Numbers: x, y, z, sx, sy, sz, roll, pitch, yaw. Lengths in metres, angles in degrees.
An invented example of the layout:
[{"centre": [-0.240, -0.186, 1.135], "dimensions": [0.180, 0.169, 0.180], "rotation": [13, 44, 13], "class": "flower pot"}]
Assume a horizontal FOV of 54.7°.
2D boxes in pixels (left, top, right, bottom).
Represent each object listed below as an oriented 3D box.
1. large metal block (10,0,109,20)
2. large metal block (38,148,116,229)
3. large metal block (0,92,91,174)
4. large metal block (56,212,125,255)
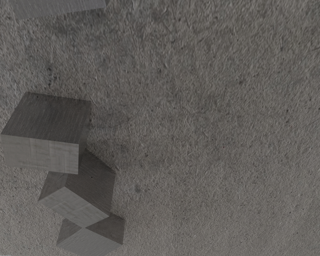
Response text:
[{"centre": [-0.092, -0.146, 0.265], "dimensions": [0.080, 0.050, 0.080], "rotation": [-6, 130, 5], "class": "large metal block"}, {"centre": [-0.113, 0.081, 0.439], "dimensions": [0.050, 0.080, 0.080], "rotation": [-30, 124, 23], "class": "large metal block"}, {"centre": [-0.131, 0.005, 0.374], "dimensions": [0.081, 0.080, 0.050], "rotation": [8, 130, -7], "class": "large metal block"}, {"centre": [-0.121, 0.184, 0.546], "dimensions": [0.080, 0.050, 0.080], "rotation": [37, 121, -27], "class": "large metal block"}]
